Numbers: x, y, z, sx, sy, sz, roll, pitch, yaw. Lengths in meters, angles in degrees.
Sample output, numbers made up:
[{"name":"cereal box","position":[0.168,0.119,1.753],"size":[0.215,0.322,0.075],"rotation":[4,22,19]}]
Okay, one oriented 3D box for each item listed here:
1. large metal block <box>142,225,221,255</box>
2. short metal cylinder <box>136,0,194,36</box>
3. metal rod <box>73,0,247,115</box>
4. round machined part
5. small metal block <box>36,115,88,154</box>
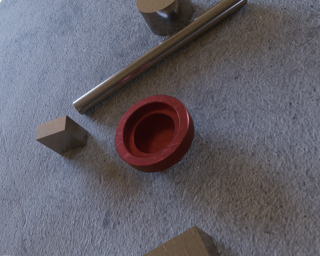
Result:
[{"name":"large metal block","position":[0.023,0.150,0.283],"size":[0.080,0.050,0.080],"rotation":[-32,52,7]},{"name":"short metal cylinder","position":[0.009,-0.198,0.503],"size":[0.080,0.050,0.080],"rotation":[-13,56,20]},{"name":"metal rod","position":[-0.003,-0.112,0.473],"size":[0.300,0.025,0.025],"rotation":[-33,52,6]},{"name":"round machined part","position":[-0.003,0.010,0.387],"size":[0.098,0.042,0.098],"rotation":[-13,56,20]},{"name":"small metal block","position":[-0.143,0.011,0.454],"size":[0.050,0.050,0.025],"rotation":[-18,55,18]}]
